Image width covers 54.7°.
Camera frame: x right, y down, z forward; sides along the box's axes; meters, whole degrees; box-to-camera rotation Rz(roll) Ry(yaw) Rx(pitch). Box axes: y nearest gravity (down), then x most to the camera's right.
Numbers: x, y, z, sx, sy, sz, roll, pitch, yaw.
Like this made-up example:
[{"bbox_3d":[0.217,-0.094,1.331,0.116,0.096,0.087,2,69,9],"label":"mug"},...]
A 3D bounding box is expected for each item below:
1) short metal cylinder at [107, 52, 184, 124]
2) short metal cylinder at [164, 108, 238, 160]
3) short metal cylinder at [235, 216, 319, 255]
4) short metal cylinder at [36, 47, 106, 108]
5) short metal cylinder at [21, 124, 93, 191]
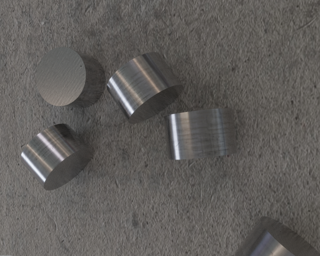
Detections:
[{"bbox_3d":[-0.018,-0.048,0.386,0.080,0.080,0.050,-37,78,16],"label":"short metal cylinder"},{"bbox_3d":[0.047,0.007,0.363,0.080,0.080,0.050,-7,88,20],"label":"short metal cylinder"},{"bbox_3d":[0.129,0.142,0.334,0.080,0.080,0.050,34,101,16],"label":"short metal cylinder"},{"bbox_3d":[-0.126,-0.069,0.440,0.080,0.050,0.080,0,90,20],"label":"short metal cylinder"},{"bbox_3d":[-0.141,0.040,0.430,0.050,0.080,0.080,44,104,15],"label":"short metal cylinder"}]
